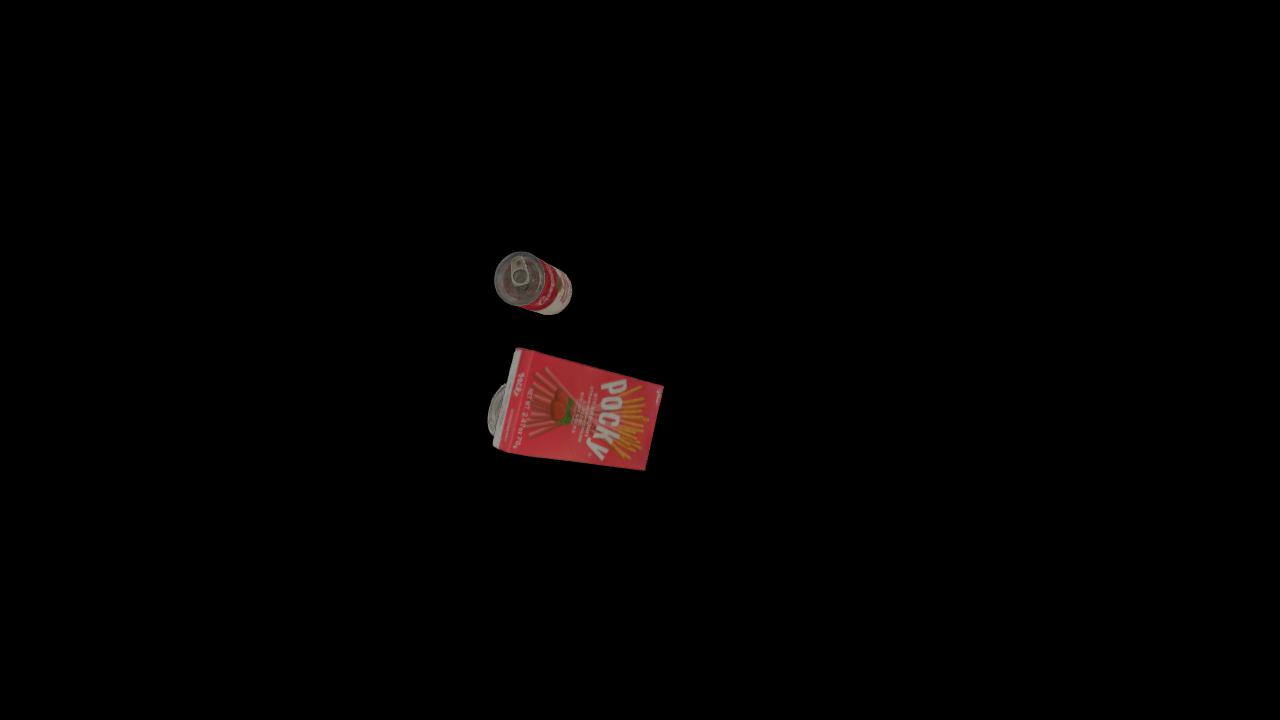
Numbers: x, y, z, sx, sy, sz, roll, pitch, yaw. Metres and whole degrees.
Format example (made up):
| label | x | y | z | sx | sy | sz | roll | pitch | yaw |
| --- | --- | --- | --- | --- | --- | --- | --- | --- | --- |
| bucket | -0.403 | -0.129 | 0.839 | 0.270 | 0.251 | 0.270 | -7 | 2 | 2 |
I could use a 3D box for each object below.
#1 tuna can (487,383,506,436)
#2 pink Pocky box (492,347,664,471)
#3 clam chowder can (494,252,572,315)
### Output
| label | x | y | z | sx | sy | sz | roll | pitch | yaw |
| --- | --- | --- | --- | --- | --- | --- | --- | --- | --- |
| tuna can | -0.188 | 0.075 | 0.896 | 0.034 | 0.084 | 0.084 | 21 | -13 | -38 |
| pink Pocky box | -0.047 | 0.047 | 0.538 | 0.155 | 0.084 | 0.029 | 17 | -6 | -42 |
| clam chowder can | -0.135 | -0.096 | 0.798 | 0.068 | 0.068 | 0.102 | 0 | -3 | 13 |
